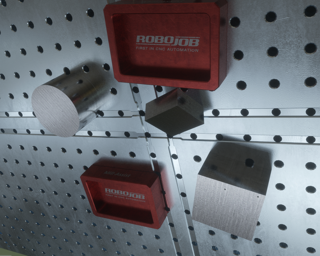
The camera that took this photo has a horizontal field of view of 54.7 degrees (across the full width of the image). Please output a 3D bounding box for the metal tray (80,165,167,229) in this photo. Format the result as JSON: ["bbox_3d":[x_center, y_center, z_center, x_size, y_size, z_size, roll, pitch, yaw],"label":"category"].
[{"bbox_3d":[-0.059,0.111,0.505,0.130,0.030,0.089,3,120,26],"label":"metal tray"}]

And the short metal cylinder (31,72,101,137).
[{"bbox_3d":[-0.133,-0.033,0.443,0.080,0.050,0.079,13,124,20],"label":"short metal cylinder"}]

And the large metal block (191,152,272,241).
[{"bbox_3d":[0.091,0.087,0.401,0.080,0.050,0.079,16,125,19],"label":"large metal block"}]

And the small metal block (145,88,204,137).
[{"bbox_3d":[0.018,-0.017,0.374,0.050,0.025,0.050,-24,141,36],"label":"small metal block"}]

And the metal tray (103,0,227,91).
[{"bbox_3d":[0.006,-0.094,0.345,0.130,0.030,0.089,8,122,23],"label":"metal tray"}]
